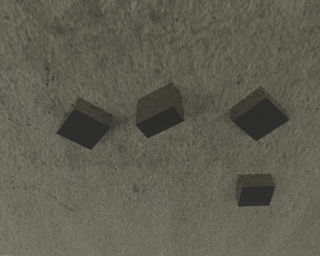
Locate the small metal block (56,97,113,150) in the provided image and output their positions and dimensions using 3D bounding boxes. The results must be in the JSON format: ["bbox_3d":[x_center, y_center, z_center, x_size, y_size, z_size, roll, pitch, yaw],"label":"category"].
[{"bbox_3d":[-0.097,-0.005,0.402,0.050,0.025,0.050,30,124,-23],"label":"small metal block"}]

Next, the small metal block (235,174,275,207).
[{"bbox_3d":[0.151,0.100,0.495,0.050,0.025,0.050,-2,130,1],"label":"small metal block"}]

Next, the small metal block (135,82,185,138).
[{"bbox_3d":[0.000,-0.022,0.372,0.050,0.050,0.025,-26,126,20],"label":"small metal block"}]

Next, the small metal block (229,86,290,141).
[{"bbox_3d":[0.126,-0.017,0.395,0.050,0.025,0.050,35,121,-27],"label":"small metal block"}]
